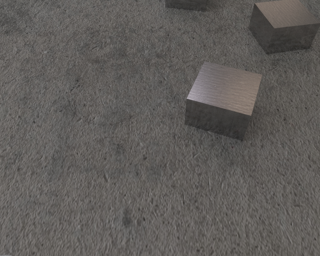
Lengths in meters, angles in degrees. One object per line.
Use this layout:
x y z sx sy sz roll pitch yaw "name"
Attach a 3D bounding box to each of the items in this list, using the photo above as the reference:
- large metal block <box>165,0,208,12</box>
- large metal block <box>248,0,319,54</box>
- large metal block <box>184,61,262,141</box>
0.059 -0.282 0.624 0.080 0.050 0.080 10 51 8 "large metal block"
0.212 -0.177 0.537 0.081 0.050 0.080 -9 51 -7 "large metal block"
0.085 -0.038 0.419 0.080 0.050 0.080 17 52 13 "large metal block"
